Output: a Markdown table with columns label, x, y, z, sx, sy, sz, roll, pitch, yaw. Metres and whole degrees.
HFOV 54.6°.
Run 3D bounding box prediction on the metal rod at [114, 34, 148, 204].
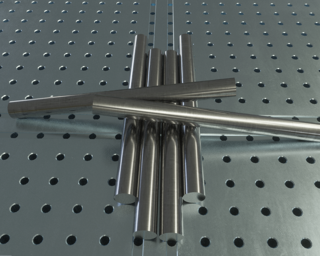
| label | x | y | z | sx | sy | sz | roll | pitch | yaw |
| --- | --- | --- | --- | --- | --- | --- | --- | --- | --- |
| metal rod | -0.035 | -0.037 | 0.438 | 0.025 | 0.025 | 0.300 | 1 | 50 | 1 |

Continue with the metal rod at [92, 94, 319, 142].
| label | x | y | z | sx | sy | sz | roll | pitch | yaw |
| --- | --- | --- | --- | --- | --- | --- | --- | --- | --- |
| metal rod | 0.069 | -0.011 | 0.390 | 0.302 | 0.025 | 0.025 | 7 | 50 | -6 |

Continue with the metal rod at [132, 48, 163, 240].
| label | x | y | z | sx | sy | sz | roll | pitch | yaw |
| --- | --- | --- | --- | --- | --- | --- | --- | --- | --- |
| metal rod | -0.012 | -0.006 | 0.411 | 0.025 | 0.025 | 0.300 | 1 | 50 | 1 |

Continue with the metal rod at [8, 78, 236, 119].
| label | x | y | z | sx | sy | sz | roll | pitch | yaw |
| --- | --- | --- | --- | --- | --- | --- | --- | --- | --- |
| metal rod | -0.054 | -0.038 | 0.410 | 0.301 | 0.025 | 0.025 | -5 | 50 | 7 |

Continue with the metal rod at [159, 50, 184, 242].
| label | x | y | z | sx | sy | sz | roll | pitch | yaw |
| --- | --- | --- | --- | --- | --- | --- | --- | --- | --- |
| metal rod | 0.015 | -0.003 | 0.412 | 0.025 | 0.025 | 0.300 | 1 | 50 | 1 |

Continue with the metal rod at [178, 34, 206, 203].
| label | x | y | z | sx | sy | sz | roll | pitch | yaw |
| --- | --- | --- | --- | --- | --- | --- | --- | --- | --- |
| metal rod | 0.041 | -0.038 | 0.439 | 0.025 | 0.025 | 0.300 | 1 | 50 | 1 |
